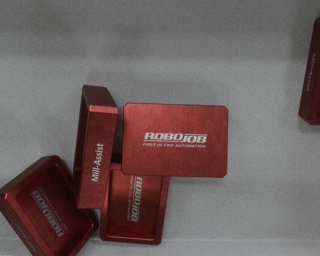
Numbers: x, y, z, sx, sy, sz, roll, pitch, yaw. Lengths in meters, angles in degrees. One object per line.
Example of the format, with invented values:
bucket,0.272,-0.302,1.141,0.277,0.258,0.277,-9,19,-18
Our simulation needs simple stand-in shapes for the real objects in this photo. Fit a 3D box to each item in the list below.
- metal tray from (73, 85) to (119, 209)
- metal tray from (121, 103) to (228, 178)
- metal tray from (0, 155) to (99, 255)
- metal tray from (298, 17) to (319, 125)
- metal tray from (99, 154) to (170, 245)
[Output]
metal tray,-0.083,0.021,0.381,0.030,0.090,0.129,4,111,-21
metal tray,0.019,0.016,0.397,0.131,0.030,0.089,2,87,-1
metal tray,-0.145,0.113,0.415,0.030,0.090,0.129,-12,113,34
metal tray,0.233,-0.069,0.385,0.091,0.030,0.129,1,110,-1
metal tray,-0.037,0.104,0.446,0.091,0.030,0.129,6,110,-3
